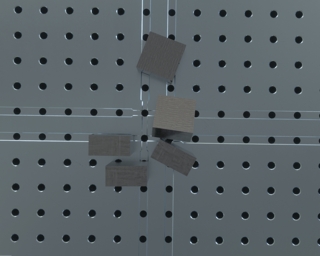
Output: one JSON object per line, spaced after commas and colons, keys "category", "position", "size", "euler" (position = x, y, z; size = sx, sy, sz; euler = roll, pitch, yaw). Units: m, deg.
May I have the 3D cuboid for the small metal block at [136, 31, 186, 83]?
{"category": "small metal block", "position": [0.002, -0.093, 0.413], "size": [0.050, 0.025, 0.050], "euler": [21, 90, 0]}

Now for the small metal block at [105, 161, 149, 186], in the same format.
{"category": "small metal block", "position": [-0.041, 0.058, 0.401], "size": [0.050, 0.050, 0.025], "euler": [0, 90, 0]}

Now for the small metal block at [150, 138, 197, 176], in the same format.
{"category": "small metal block", "position": [0.017, 0.035, 0.401], "size": [0.050, 0.050, 0.025], "euler": [28, 92, 0]}

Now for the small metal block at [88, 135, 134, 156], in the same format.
{"category": "small metal block", "position": [-0.061, 0.021, 0.401], "size": [0.050, 0.050, 0.025], "euler": [1, 90, 0]}

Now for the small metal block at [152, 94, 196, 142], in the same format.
{"category": "small metal block", "position": [0.018, -0.013, 0.403], "size": [0.050, 0.025, 0.050], "euler": [8, 60, 0]}
